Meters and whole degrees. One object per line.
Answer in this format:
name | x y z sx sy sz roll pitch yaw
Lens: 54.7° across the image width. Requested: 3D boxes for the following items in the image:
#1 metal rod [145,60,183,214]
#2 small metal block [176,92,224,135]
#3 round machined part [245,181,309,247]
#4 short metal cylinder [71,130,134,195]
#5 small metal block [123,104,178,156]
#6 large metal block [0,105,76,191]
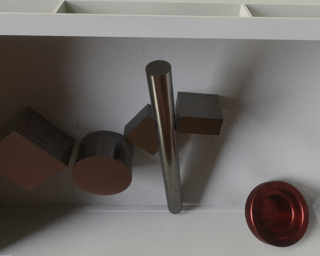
metal rod | 0.012 0.038 0.412 0.025 0.025 0.298 -4 139 3
small metal block | 0.046 -0.018 0.378 0.050 0.050 0.025 4 130 -4
round machined part | 0.180 0.134 0.492 0.099 0.098 0.042 11 165 -10
short metal cylinder | -0.078 0.050 0.434 0.081 0.050 0.079 0 130 0
small metal block | -0.013 0.003 0.412 0.050 0.025 0.050 33 123 -25
large metal block | -0.176 0.029 0.415 0.080 0.050 0.080 -32 124 23
